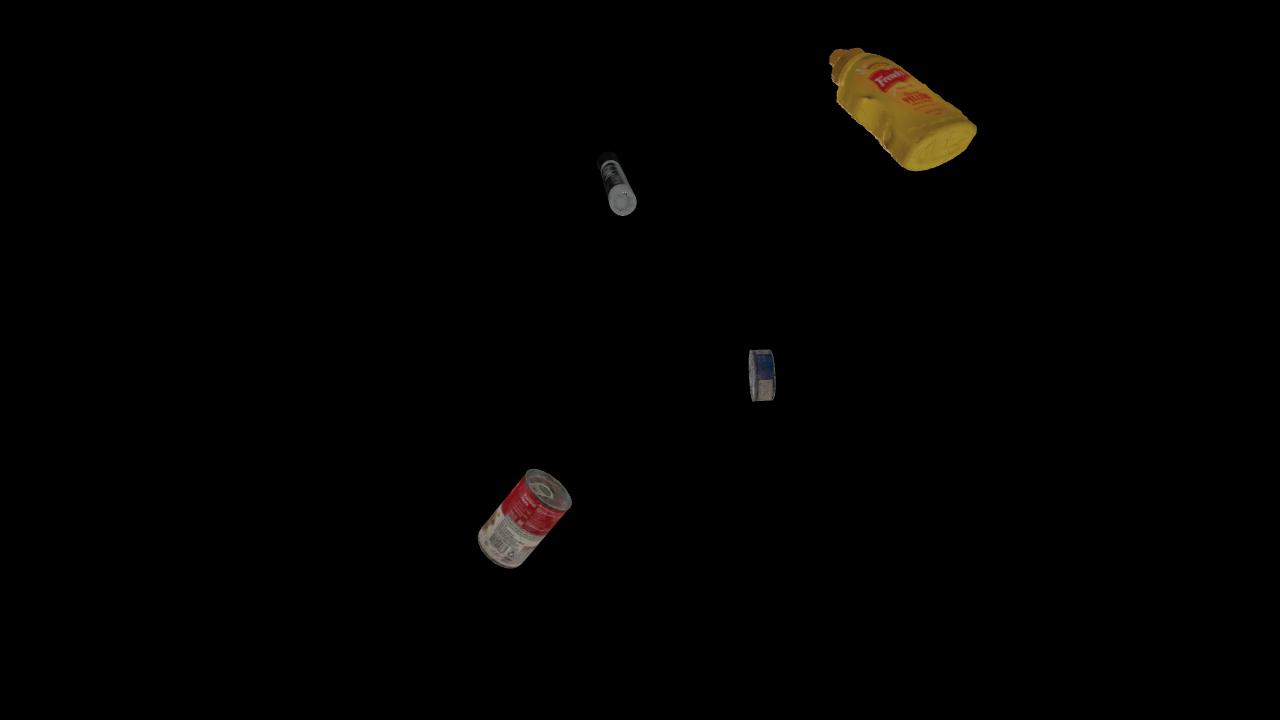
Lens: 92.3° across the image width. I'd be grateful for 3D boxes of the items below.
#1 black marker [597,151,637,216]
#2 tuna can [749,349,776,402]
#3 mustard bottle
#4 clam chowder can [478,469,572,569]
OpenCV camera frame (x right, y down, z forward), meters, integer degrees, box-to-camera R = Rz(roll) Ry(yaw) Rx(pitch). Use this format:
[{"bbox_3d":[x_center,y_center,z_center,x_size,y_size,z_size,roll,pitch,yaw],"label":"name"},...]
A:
[{"bbox_3d":[-0.019,-0.138,0.472,0.020,0.020,0.121,0,31,-9],"label":"black marker"},{"bbox_3d":[0.195,0.024,0.987,0.034,0.084,0.084,-3,0,4],"label":"tuna can"},{"bbox_3d":[0.263,-0.280,0.661,0.092,0.184,0.054,-22,-30,-13],"label":"mustard bottle"},{"bbox_3d":[-0.139,0.191,0.737,0.068,0.102,0.068,38,11,-8],"label":"clam chowder can"}]
